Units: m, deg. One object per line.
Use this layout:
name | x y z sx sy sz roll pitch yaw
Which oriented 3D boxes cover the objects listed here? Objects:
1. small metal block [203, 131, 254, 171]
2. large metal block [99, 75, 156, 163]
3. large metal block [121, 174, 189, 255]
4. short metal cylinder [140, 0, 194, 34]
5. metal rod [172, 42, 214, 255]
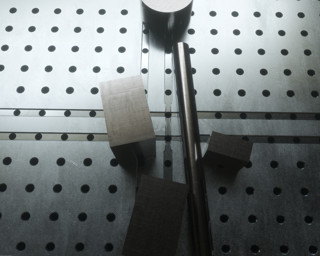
small metal block | 0.083 0.030 0.389 0.050 0.050 0.025 17 71 5
large metal block | -0.038 -0.008 0.385 0.050 0.080 0.080 -12 71 -5
large metal block | -0.003 0.103 0.345 0.050 0.080 0.080 12 71 4
short metal cylinder | 0.010 -0.190 0.468 0.081 0.050 0.080 0 70 0
metal rod | 0.041 0.021 0.404 0.025 0.025 0.299 -4 70 -2
